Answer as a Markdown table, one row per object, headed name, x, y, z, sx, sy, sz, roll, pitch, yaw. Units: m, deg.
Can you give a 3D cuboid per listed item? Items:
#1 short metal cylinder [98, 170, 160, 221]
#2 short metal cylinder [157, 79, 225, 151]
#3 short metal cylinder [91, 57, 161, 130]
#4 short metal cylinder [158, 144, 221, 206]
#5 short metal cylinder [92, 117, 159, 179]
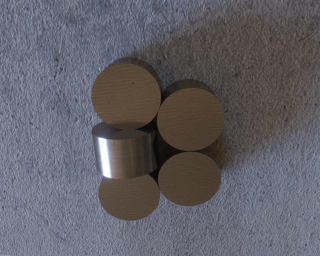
| name | x | y | z | sx | sy | sz | roll | pitch | yaw |
| --- | --- | --- | --- | --- | --- | --- | --- | --- | --- |
| short metal cylinder | -0.040 | 0.079 | 0.426 | 0.080 | 0.050 | 0.079 | 0 | 110 | 1 |
| short metal cylinder | 0.037 | -0.018 | 0.391 | 0.081 | 0.050 | 0.079 | 0 | 111 | 0 |
| short metal cylinder | -0.039 | -0.044 | 0.381 | 0.080 | 0.050 | 0.079 | 0 | 110 | 1 |
| short metal cylinder | 0.038 | 0.057 | 0.418 | 0.080 | 0.050 | 0.079 | 0 | 111 | 1 |
| short metal cylinder | -0.042 | 0.022 | 0.389 | 0.080 | 0.080 | 0.050 | -3 | 110 | 1 |
